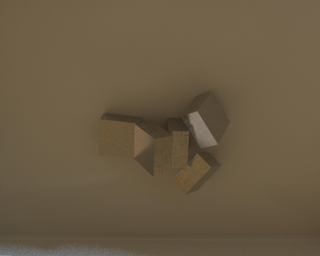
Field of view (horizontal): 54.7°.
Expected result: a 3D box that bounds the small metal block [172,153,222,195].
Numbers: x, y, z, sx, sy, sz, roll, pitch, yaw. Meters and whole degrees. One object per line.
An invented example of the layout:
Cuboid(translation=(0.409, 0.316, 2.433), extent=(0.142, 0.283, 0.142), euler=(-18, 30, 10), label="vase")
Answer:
Cuboid(translation=(0.051, 0.060, 0.416), extent=(0.025, 0.050, 0.050), euler=(46, 106, 21), label="small metal block")

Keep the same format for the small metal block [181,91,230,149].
Cuboid(translation=(0.059, -0.011, 0.390), extent=(0.025, 0.050, 0.050), euler=(-19, 113, 41), label="small metal block")

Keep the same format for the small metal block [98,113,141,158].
Cuboid(translation=(-0.054, 0.010, 0.412), extent=(0.050, 0.025, 0.050), euler=(6, 110, -3), label="small metal block")

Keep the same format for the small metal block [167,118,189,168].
Cuboid(translation=(0.022, 0.018, 0.404), extent=(0.025, 0.050, 0.050), euler=(1, 110, -1), label="small metal block")

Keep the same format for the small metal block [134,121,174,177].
Cuboid(translation=(-0.009, 0.025, 0.386), extent=(0.025, 0.050, 0.050), euler=(-11, 117, -30), label="small metal block")
